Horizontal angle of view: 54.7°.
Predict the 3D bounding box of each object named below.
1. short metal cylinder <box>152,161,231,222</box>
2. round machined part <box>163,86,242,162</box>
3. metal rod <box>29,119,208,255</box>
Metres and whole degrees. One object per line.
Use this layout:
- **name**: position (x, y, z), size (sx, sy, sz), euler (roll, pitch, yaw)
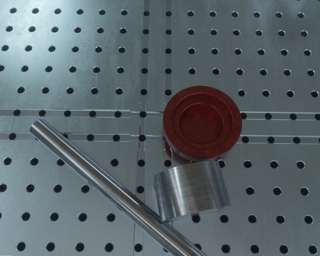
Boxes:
- **short metal cylinder**: position (0.035, 0.074, 0.356), size (0.081, 0.080, 0.050), euler (-11, 71, -4)
- **round machined part**: position (0.053, -0.003, 0.404), size (0.099, 0.042, 0.098), euler (0, 70, -1)
- **metal rod**: position (-0.045, 0.087, 0.379), size (0.300, 0.025, 0.025), euler (37, 74, 12)
